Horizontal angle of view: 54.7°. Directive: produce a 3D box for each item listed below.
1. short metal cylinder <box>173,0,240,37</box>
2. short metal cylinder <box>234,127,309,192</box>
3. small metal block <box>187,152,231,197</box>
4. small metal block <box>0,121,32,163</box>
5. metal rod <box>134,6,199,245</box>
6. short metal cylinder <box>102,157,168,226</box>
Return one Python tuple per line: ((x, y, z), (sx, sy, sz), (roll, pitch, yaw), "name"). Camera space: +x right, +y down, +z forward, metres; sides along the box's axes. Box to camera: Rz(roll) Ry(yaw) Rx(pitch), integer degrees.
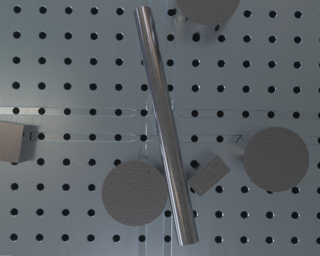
((0.058, -0.165, 0.401), (0.081, 0.050, 0.079), (0, 90, 0), "short metal cylinder")
((0.142, 0.038, 0.402), (0.081, 0.050, 0.079), (0, 90, 0), "short metal cylinder")
((0.059, 0.058, 0.401), (0.050, 0.050, 0.025), (-41, 91, 0), "small metal block")
((-0.204, 0.017, 0.412), (0.050, 0.025, 0.050), (8, 90, 0), "small metal block")
((0.005, -0.011, 0.386), (0.025, 0.025, 0.299), (-11, 79, 0), "metal rod")
((-0.030, 0.079, 0.401), (0.081, 0.050, 0.079), (0, 90, 0), "short metal cylinder")
